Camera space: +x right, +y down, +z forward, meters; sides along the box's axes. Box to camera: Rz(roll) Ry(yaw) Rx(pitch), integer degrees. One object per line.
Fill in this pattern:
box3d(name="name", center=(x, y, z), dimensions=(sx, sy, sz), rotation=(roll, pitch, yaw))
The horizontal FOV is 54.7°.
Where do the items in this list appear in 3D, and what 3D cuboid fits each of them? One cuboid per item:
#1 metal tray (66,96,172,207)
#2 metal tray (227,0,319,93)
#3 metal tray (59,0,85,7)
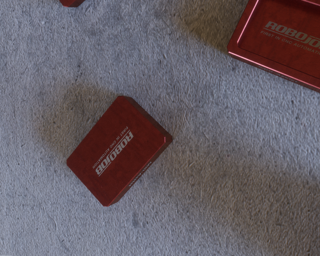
box3d(name="metal tray", center=(-0.058, 0.032, 0.427), dimensions=(0.090, 0.030, 0.130), rotation=(44, 104, 14))
box3d(name="metal tray", center=(0.155, -0.102, 0.351), dimensions=(0.130, 0.030, 0.090), rotation=(28, 99, 17))
box3d(name="metal tray", center=(-0.105, -0.241, 0.422), dimensions=(0.130, 0.030, 0.090), rotation=(-31, 101, 22))
